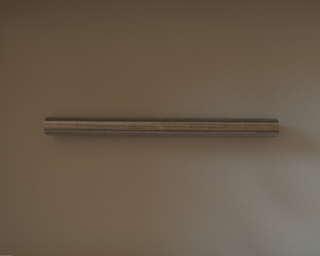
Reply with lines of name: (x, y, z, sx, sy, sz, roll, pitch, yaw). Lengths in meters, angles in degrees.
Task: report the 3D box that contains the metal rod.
metal rod: (0.003, -0.001, 0.409, 0.302, 0.025, 0.025, 0, 90, -1)
